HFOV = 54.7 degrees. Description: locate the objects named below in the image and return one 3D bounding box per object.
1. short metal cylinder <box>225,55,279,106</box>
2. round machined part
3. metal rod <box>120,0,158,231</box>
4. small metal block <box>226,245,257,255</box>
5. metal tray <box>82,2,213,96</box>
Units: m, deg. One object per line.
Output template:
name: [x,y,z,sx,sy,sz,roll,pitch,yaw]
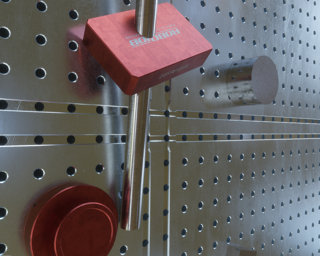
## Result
short metal cylinder: [0.156,-0.078,0.523,0.081,0.050,0.080,0,90,-40]
round machined part: [-0.085,0.109,0.327,0.099,0.042,0.097,0,90,-40]
metal rod: [-0.025,-0.028,0.364,0.025,0.025,0.298,0,97,-40]
small metal block: [0.135,0.229,0.523,0.050,0.025,0.050,22,76,-38]
metal tray: [-0.011,-0.098,0.365,0.131,0.030,0.090,-29,72,-36]
